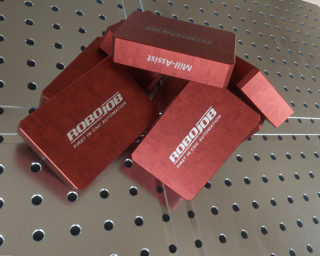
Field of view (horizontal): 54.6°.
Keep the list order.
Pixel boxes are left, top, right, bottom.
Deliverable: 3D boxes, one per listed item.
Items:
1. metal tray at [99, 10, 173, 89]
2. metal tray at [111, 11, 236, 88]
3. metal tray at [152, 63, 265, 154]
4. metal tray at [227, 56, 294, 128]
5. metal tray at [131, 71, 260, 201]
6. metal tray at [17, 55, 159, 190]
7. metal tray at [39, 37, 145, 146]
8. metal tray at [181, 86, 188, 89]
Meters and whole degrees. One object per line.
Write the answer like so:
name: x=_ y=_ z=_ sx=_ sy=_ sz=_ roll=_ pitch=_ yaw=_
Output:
metal tray: x=-0.015 y=-0.117 z=0.443 sx=0.090 sy=0.030 sz=0.131 roll=41 pitch=37 yaw=-2
metal tray: x=0.019 y=-0.095 z=0.360 sx=0.131 sy=0.030 sz=0.090 roll=14 pitch=39 yaw=4
metal tray: x=0.063 y=-0.028 z=0.417 sx=0.130 sy=0.090 sz=0.030 roll=38 pitch=52 yaw=-2
metal tray: x=0.113 y=-0.062 z=0.422 sx=0.090 sy=0.030 sz=0.130 roll=39 pitch=12 yaw=-29
metal tray: x=0.040 y=0.008 z=0.364 sx=0.090 sy=0.130 sz=0.030 roll=38 pitch=9 yaw=-4
metal tray: x=-0.073 y=-0.008 z=0.341 sx=0.131 sy=0.030 sz=0.090 roll=-45 pitch=104 yaw=-28
metal tray: x=-0.075 y=-0.050 z=0.394 sx=0.090 sy=0.030 sz=0.130 roll=34 pitch=51 yaw=-6
metal tray: x=0.082 y=-0.073 z=0.465 sx=0.131 sy=0.030 sz=0.090 roll=23 pitch=50 yaw=-39
